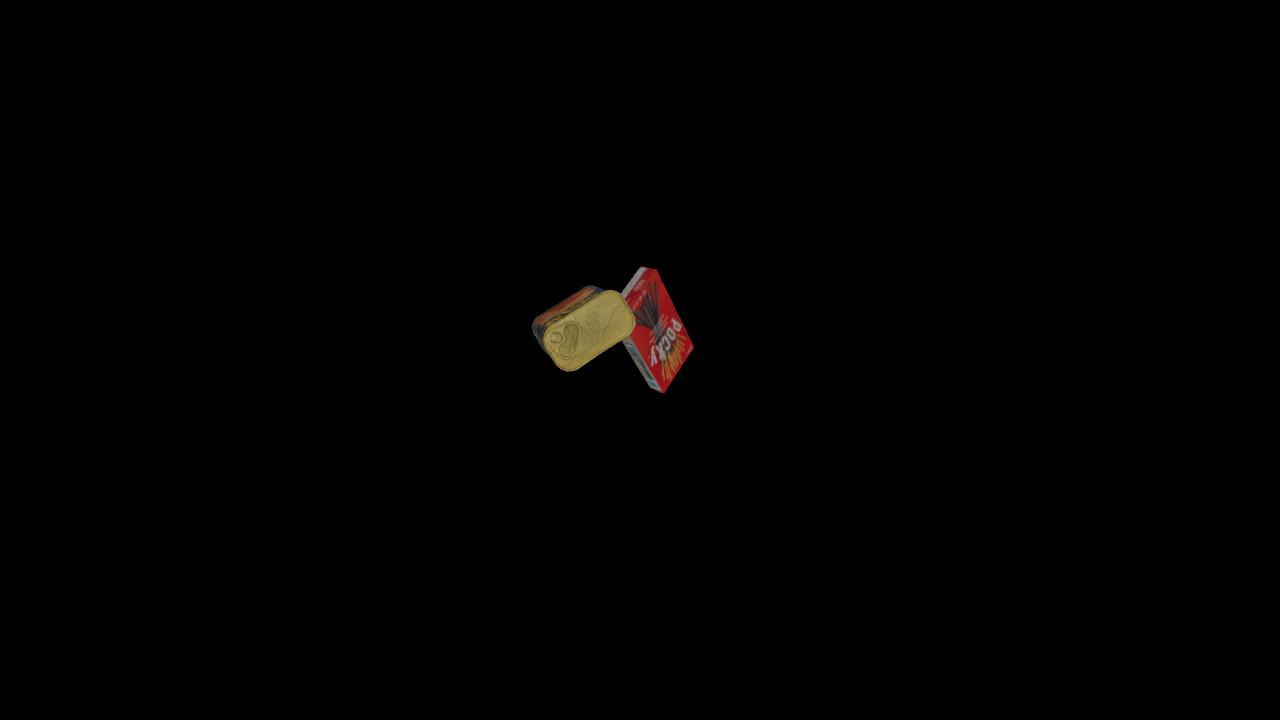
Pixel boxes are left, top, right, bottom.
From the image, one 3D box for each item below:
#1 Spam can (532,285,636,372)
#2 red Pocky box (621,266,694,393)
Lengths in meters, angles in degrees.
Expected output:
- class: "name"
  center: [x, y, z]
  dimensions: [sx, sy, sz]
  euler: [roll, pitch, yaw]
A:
- class: "Spam can"
  center: [-0.067, -0.039, 0.696]
  dimensions: [0.101, 0.058, 0.085]
  euler: [-33, 20, -10]
- class: "red Pocky box"
  center: [0.017, -0.034, 0.766]
  dimensions: [0.028, 0.083, 0.155]
  euler: [16, -28, 35]
